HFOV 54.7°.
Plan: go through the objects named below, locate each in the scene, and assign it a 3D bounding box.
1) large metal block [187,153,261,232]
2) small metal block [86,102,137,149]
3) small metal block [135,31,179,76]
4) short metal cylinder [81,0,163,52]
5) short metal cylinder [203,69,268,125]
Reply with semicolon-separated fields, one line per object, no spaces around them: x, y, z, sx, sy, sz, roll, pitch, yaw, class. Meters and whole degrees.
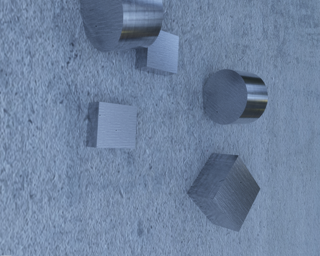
0.099;0.096;0.471;0.080;0.050;0.080;52;60;-27;large metal block
-0.055;-0.002;0.358;0.050;0.025;0.050;5;87;-40;small metal block
-0.003;-0.098;0.401;0.050;0.025;0.050;5;87;-40;small metal block
-0.042;-0.124;0.333;0.050;0.080;0.079;-18;102;-39;short metal cylinder
0.111;-0.045;0.461;0.050;0.080;0.079;-2;92;-40;short metal cylinder
